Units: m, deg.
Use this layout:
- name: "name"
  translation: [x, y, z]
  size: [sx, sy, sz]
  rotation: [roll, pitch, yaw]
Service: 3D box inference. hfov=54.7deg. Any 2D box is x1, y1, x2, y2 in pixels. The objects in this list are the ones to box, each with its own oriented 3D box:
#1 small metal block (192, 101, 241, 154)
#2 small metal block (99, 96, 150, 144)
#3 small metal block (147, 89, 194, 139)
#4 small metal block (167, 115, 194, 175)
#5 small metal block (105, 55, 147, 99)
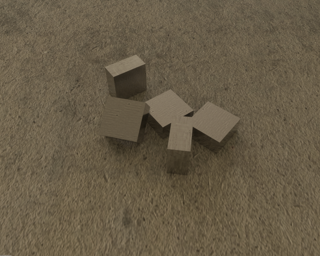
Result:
- name: "small metal block"
  translation: [0.068, -0.001, 0.405]
  size: [0.050, 0.025, 0.050]
  rotation: [32, 57, 24]
- name: "small metal block"
  translation: [-0.044, -0.010, 0.394]
  size: [0.050, 0.025, 0.050]
  rotation: [11, 83, 12]
- name: "small metal block"
  translation: [0.009, -0.020, 0.420]
  size: [0.050, 0.025, 0.050]
  rotation: [-29, 56, -22]
- name: "small metal block"
  translation: [0.024, 0.021, 0.369]
  size: [0.025, 0.050, 0.050]
  rotation: [6, 50, 5]
- name: "small metal block"
  translation: [-0.048, -0.070, 0.446]
  size: [0.050, 0.050, 0.025]
  rotation: [-27, 55, -21]
